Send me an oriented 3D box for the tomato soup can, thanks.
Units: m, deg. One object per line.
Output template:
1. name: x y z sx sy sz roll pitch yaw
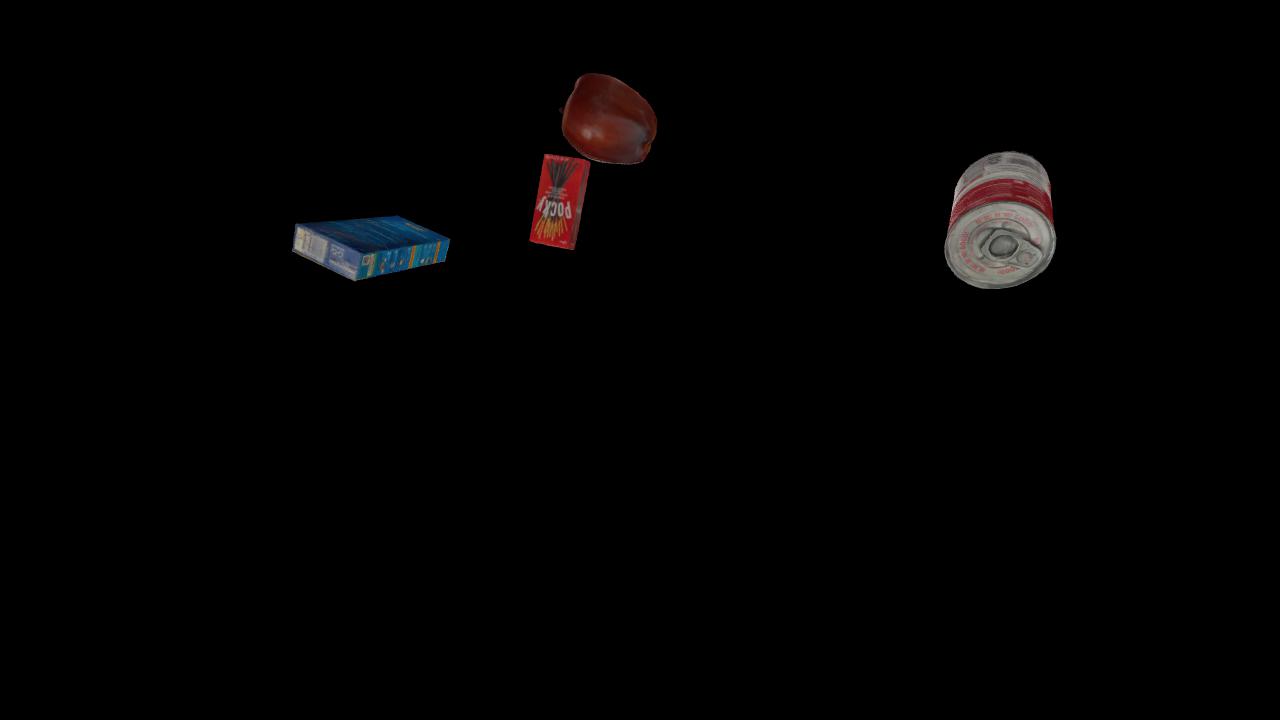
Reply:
1. tomato soup can: 0.268 -0.107 0.459 0.068 0.068 0.101 0 36 31

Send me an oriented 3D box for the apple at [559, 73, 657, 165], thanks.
1. apple: -0.031 -0.223 0.580 0.093 0.079 0.079 21 -1 -2

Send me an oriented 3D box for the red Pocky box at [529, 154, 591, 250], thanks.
1. red Pocky box: -0.140 -0.275 1.070 0.083 0.155 0.028 14 8 20

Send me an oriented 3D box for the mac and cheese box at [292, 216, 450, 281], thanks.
1. mac and cheese box: -0.333 -0.146 0.781 0.093 0.041 0.184 23 20 9
